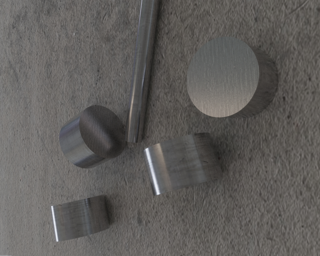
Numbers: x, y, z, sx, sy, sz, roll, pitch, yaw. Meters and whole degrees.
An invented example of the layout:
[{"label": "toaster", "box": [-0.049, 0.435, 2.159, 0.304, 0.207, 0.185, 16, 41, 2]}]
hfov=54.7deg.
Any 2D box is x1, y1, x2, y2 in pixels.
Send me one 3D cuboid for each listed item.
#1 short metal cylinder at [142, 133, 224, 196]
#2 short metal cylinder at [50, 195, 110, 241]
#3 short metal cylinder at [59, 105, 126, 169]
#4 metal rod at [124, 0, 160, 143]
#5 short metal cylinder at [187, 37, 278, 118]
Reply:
[{"label": "short metal cylinder", "box": [0.025, 0.041, 0.348, 0.080, 0.081, 0.050, -25, 75, 37]}, {"label": "short metal cylinder", "box": [-0.121, 0.135, 0.469, 0.080, 0.081, 0.050, -20, 77, 38]}, {"label": "short metal cylinder", "box": [-0.096, 0.013, 0.449, 0.050, 0.081, 0.080, -27, 73, 37]}, {"label": "metal rod", "box": [-0.019, -0.129, 0.420, 0.025, 0.025, 0.298, 13, 98, 39]}, {"label": "short metal cylinder", "box": [0.076, -0.050, 0.326, 0.080, 0.050, 0.080, 0, 90, 40]}]
